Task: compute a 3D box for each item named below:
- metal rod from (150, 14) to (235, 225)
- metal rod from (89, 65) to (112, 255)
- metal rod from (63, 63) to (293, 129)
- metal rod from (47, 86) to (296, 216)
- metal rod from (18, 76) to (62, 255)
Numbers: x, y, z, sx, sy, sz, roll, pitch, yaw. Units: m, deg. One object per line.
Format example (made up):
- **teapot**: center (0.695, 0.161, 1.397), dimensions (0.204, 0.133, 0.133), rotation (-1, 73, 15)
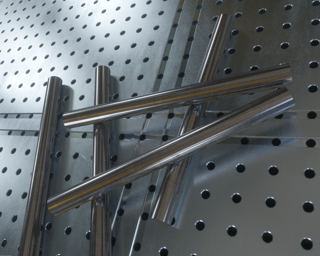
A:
- **metal rod**: center (0.048, -0.027, 0.398), dimensions (0.025, 0.025, 0.300), rotation (7, 65, 31)
- **metal rod**: center (-0.081, 0.029, 0.431), dimensions (0.025, 0.025, 0.299), rotation (-18, 55, 17)
- **metal rod**: center (0.005, -0.035, 0.392), dimensions (0.301, 0.025, 0.025), rotation (-10, 58, 22)
- **metal rod**: center (0.002, 0.032, 0.352), dimensions (0.301, 0.025, 0.025), rotation (-26, 53, 11)
- **metal rod**: center (-0.177, 0.040, 0.474), dimensions (0.025, 0.025, 0.299), rotation (-17, 55, 18)
